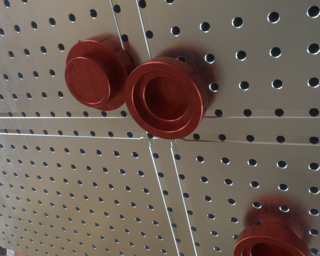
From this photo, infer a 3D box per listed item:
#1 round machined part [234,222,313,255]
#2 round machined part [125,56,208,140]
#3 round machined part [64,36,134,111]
[{"bbox_3d":[0.154,0.168,0.423,0.098,0.042,0.097,13,124,21],"label":"round machined part"},{"bbox_3d":[0.011,-0.038,0.371,0.098,0.042,0.097,13,124,21],"label":"round machined part"},{"bbox_3d":[-0.084,-0.066,0.405,0.098,0.042,0.097,13,124,21],"label":"round machined part"}]
